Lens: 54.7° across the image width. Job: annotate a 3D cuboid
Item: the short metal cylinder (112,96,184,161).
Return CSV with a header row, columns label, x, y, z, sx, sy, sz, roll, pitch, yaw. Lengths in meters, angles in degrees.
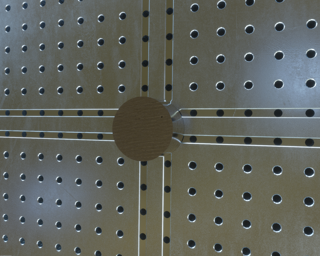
label,x,y,z,sx,sy,sz,roll,pitch,yaw
short metal cylinder,-0.014,0.001,0.403,0.080,0.050,0.079,0,90,19
